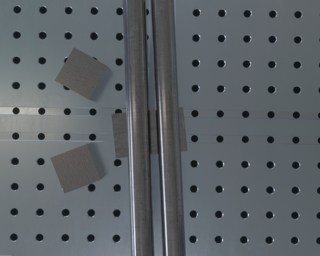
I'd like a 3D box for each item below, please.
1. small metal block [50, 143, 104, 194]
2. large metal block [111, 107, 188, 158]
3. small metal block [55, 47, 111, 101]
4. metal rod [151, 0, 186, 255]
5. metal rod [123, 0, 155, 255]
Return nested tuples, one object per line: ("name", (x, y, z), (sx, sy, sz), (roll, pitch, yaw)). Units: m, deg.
("small metal block", (-0.109, 0.053, 0.413), (0.050, 0.025, 0.050), (-21, 90, 0))
("large metal block", (-0.012, 0.005, 0.386), (0.081, 0.080, 0.050), (-6, 90, 0))
("small metal block", (-0.102, -0.071, 0.412), (0.050, 0.025, 0.050), (30, 90, 0))
("metal rod", (0.009, -0.004, 0.333), (0.025, 0.025, 0.298), (-3, 90, 0))
("metal rod", (-0.023, 0.011, 0.333), (0.025, 0.025, 0.298), (-2, 90, 0))
